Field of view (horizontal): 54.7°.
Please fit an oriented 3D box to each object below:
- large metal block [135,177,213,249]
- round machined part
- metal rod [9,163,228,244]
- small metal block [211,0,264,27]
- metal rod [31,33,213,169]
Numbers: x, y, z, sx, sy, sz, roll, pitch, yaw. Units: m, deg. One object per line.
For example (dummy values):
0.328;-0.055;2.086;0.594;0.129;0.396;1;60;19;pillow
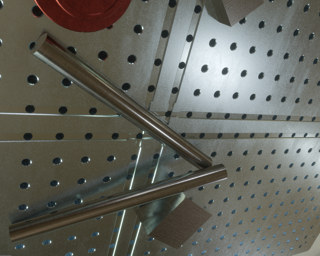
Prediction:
0.023;0.137;0.494;0.080;0.050;0.080;-46;130;3;large metal block
-0.068;-0.135;0.280;0.099;0.042;0.097;-14;124;-21;round machined part
-0.046;0.100;0.432;0.302;0.025;0.025;-14;125;-15;metal rod
0.089;-0.157;0.364;0.050;0.025;0.050;-37;130;-4;small metal block
-0.022;-0.012;0.392;0.025;0.025;0.301;-49;129;6;metal rod
